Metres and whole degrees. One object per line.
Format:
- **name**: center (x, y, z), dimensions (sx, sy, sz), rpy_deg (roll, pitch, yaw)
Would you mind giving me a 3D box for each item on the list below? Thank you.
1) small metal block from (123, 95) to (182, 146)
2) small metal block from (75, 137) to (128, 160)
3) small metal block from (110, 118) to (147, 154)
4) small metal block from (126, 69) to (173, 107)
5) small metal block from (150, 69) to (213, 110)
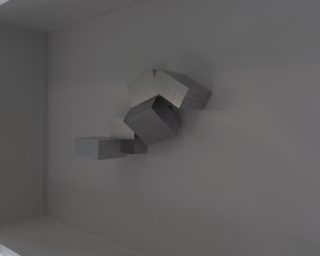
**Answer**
- **small metal block**: center (-0.010, -0.008, 0.397), dimensions (0.050, 0.050, 0.025), rpy_deg (-22, 31, 38)
- **small metal block**: center (-0.081, 0.026, 0.425), dimensions (0.050, 0.050, 0.025), rpy_deg (4, 93, 40)
- **small metal block**: center (-0.046, 0.011, 0.445), dimensions (0.050, 0.025, 0.050), rpy_deg (-1, 89, 40)
- **small metal block**: center (-0.015, -0.045, 0.419), dimensions (0.050, 0.025, 0.050), rpy_deg (-22, 76, 38)
- **small metal block**: center (0.026, -0.046, 0.369), dimensions (0.050, 0.050, 0.025), rpy_deg (39, 114, 33)
